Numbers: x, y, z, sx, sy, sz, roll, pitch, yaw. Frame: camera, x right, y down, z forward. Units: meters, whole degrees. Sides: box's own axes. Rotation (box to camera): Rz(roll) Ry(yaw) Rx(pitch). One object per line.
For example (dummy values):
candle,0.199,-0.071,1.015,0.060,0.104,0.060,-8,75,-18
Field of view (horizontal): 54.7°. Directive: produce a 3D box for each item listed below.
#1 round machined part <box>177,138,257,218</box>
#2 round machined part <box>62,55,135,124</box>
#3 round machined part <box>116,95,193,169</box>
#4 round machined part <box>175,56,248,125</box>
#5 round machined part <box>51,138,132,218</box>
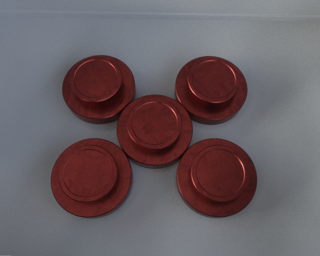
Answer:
round machined part,0.070,0.058,0.379,0.099,0.042,0.098,0,70,-1
round machined part,-0.083,-0.058,0.419,0.099,0.042,0.098,0,70,-1
round machined part,-0.007,0.000,0.398,0.099,0.042,0.098,0,70,-1
round machined part,0.070,-0.057,0.421,0.099,0.042,0.098,0,70,-1
round machined part,-0.084,0.059,0.377,0.099,0.042,0.098,0,70,-1
